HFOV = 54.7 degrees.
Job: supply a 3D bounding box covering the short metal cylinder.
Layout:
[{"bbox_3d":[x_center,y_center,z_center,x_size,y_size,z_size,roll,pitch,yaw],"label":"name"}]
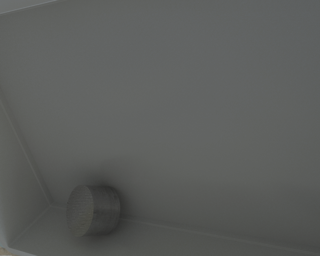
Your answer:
[{"bbox_3d":[-0.110,0.135,0.508,0.080,0.050,0.080,-14,69,43],"label":"short metal cylinder"}]
